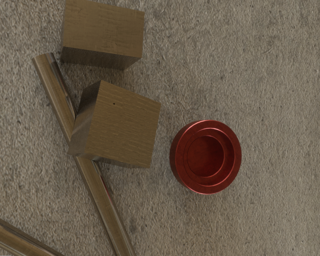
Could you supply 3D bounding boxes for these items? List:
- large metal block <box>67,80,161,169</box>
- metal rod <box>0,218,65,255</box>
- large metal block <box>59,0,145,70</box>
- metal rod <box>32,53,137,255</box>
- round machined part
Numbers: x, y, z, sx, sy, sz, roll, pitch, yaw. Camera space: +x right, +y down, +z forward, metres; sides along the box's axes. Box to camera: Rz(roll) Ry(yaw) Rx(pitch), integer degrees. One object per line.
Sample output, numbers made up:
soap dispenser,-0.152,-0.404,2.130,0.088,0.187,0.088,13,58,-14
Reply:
large metal block,-0.052,0.000,0.361,0.081,0.050,0.080,19,73,-33
metal rod,-0.157,0.133,0.351,0.301,0.025,0.025,39,78,-16
large metal block,-0.069,-0.102,0.355,0.081,0.080,0.050,4,89,-20
metal rod,-0.084,0.056,0.378,0.025,0.025,0.298,-23,98,-19
round machined part,0.058,0.038,0.423,0.099,0.042,0.097,0,90,-21
